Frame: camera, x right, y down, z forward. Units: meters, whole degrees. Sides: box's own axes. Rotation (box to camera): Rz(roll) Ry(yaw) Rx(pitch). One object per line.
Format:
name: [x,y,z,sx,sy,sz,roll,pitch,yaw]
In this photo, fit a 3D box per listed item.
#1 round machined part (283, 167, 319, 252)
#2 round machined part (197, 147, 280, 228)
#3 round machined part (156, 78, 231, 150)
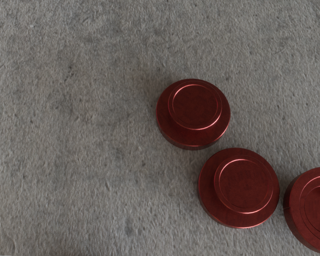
round machined part: [0.194,0.098,0.366,0.099,0.042,0.098,0,70,-1]
round machined part: [0.096,0.070,0.375,0.099,0.042,0.098,0,70,-1]
round machined part: [0.044,-0.023,0.408,0.099,0.042,0.098,0,70,-1]
